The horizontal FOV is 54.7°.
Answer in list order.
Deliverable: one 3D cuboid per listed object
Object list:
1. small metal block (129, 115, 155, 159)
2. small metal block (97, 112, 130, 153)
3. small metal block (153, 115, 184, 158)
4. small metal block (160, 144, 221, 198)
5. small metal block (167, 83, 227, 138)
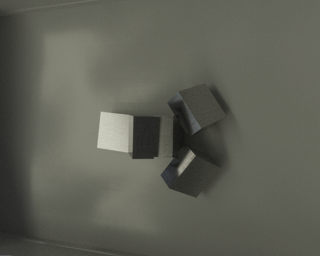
[{"bbox_3d":[-0.024,0.010,0.384,0.025,0.050,0.050,1,94,-12],"label":"small metal block"},{"bbox_3d":[-0.056,0.005,0.426,0.050,0.025,0.050,7,92,19],"label":"small metal block"},{"bbox_3d":[0.012,0.010,0.391,0.025,0.050,0.050,1,91,20],"label":"small metal block"},{"bbox_3d":[0.038,0.053,0.379,0.050,0.050,0.025,-53,40,12],"label":"small metal block"},{"bbox_3d":[0.045,-0.022,0.376,0.050,0.050,0.025,59,139,10],"label":"small metal block"}]
